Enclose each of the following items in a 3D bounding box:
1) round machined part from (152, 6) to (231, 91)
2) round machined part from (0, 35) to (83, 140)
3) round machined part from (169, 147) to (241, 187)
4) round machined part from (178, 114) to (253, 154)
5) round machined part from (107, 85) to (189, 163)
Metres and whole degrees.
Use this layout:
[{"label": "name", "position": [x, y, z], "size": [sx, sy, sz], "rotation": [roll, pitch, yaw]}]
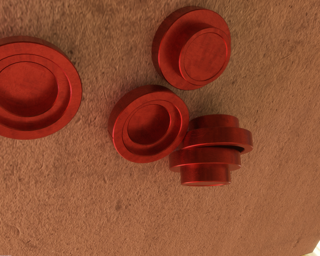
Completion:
[{"label": "round machined part", "position": [0.043, -0.089, 0.364], "size": [0.099, 0.042, 0.097], "rotation": [-14, 124, -21]}, {"label": "round machined part", "position": [-0.129, -0.041, 0.300], "size": [0.099, 0.042, 0.097], "rotation": [-14, 124, -21]}, {"label": "round machined part", "position": [0.062, 0.057, 0.428], "size": [0.099, 0.098, 0.042], "rotation": [10, 71, -33]}, {"label": "round machined part", "position": [0.074, 0.011, 0.420], "size": [0.099, 0.098, 0.042], "rotation": [10, 71, -33]}, {"label": "round machined part", "position": [-0.017, -0.008, 0.381], "size": [0.099, 0.042, 0.097], "rotation": [-14, 124, -21]}]
